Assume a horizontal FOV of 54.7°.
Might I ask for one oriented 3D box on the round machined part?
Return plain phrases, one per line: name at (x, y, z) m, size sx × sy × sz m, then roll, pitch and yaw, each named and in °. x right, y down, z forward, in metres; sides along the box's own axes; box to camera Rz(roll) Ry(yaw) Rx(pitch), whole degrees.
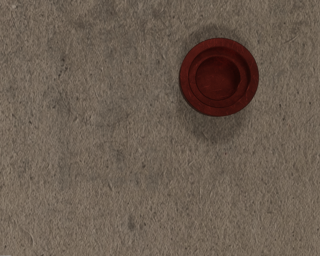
round machined part at (0.073, -0.063, 0.402) m, size 0.099 × 0.042 × 0.097 m, roll 0°, pitch 90°, yaw -1°
